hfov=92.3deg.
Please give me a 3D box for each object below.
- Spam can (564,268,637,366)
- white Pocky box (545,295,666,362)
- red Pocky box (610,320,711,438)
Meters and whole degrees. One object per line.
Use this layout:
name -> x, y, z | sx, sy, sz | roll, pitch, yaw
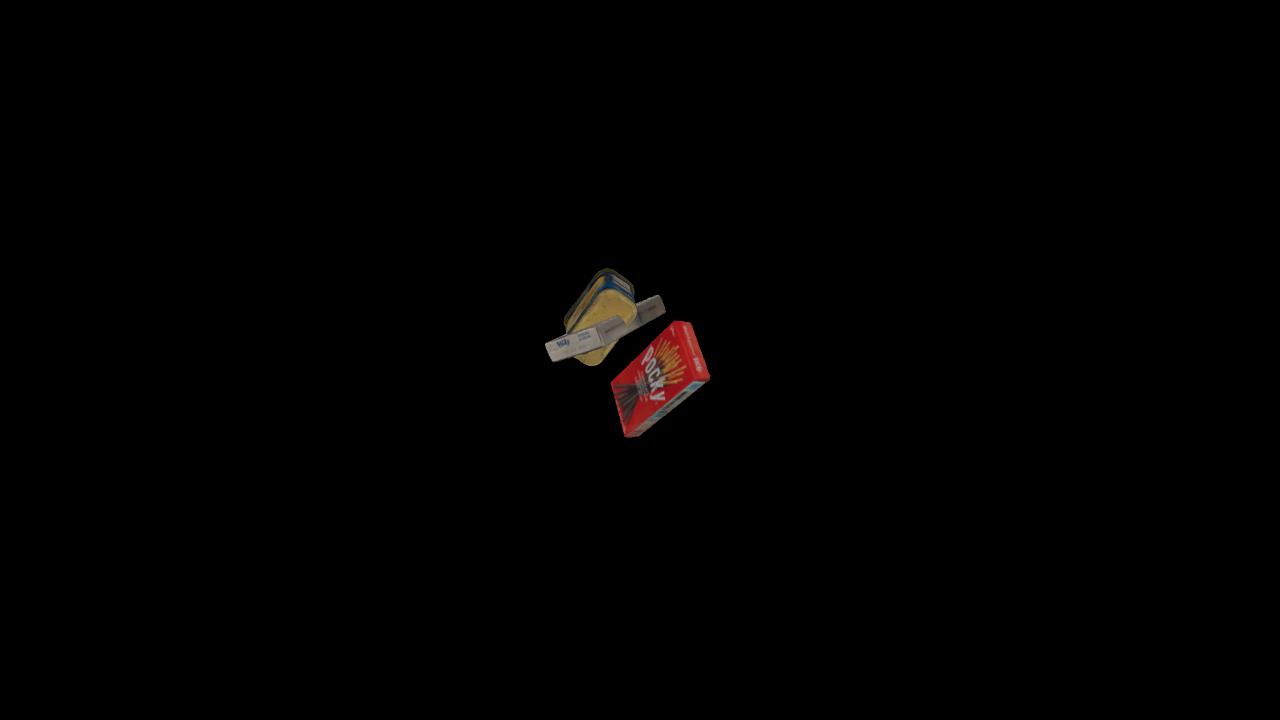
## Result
Spam can -> -0.049, -0.052, 0.751 | 0.058, 0.101, 0.085 | 33, 15, -17
white Pocky box -> -0.038, -0.040, 0.754 | 0.084, 0.028, 0.154 | -17, 9, 34
red Pocky box -> 0.020, 0.026, 0.760 | 0.028, 0.083, 0.155 | 6, -35, -36
